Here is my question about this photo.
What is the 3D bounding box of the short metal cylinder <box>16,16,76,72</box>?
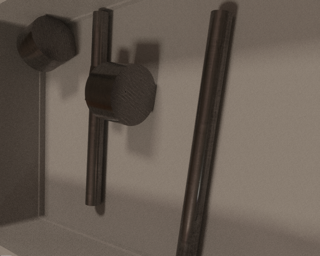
[{"bbox_3d":[-0.192,-0.142,0.526,0.050,0.081,0.080,-17,79,38],"label":"short metal cylinder"}]

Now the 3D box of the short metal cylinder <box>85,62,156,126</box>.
[{"bbox_3d":[-0.051,-0.046,0.411,0.050,0.081,0.079,14,99,39],"label":"short metal cylinder"}]

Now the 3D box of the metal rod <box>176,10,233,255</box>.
[{"bbox_3d":[0.050,0.018,0.363,0.025,0.025,0.298,12,98,39],"label":"metal rod"}]

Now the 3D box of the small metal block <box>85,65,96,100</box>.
[{"bbox_3d":[-0.078,-0.061,0.452,0.025,0.050,0.050,20,103,38],"label":"small metal block"}]

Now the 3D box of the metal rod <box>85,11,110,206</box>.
[{"bbox_3d":[-0.098,-0.029,0.484,0.025,0.025,0.298,5,93,39],"label":"metal rod"}]
